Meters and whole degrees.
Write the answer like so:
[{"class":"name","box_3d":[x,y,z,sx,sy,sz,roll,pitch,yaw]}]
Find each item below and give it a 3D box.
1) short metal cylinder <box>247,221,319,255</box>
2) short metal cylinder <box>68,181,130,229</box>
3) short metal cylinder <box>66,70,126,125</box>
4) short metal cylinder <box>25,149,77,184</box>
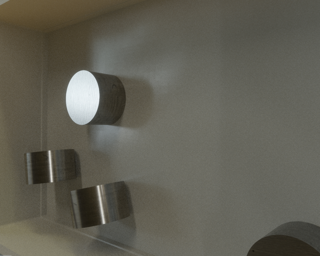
[{"class":"short metal cylinder","box_3d":[0.127,0.133,0.286,0.080,0.050,0.080,0,90,40]},{"class":"short metal cylinder","box_3d":[-0.087,0.108,0.443,0.080,0.081,0.050,-19,78,38]},{"class":"short metal cylinder","box_3d":[-0.098,-0.044,0.472,0.080,0.050,0.080,0,90,40]},{"class":"short metal cylinder","box_3d":[-0.184,0.065,0.524,0.080,0.081,0.050,-10,84,39]}]
